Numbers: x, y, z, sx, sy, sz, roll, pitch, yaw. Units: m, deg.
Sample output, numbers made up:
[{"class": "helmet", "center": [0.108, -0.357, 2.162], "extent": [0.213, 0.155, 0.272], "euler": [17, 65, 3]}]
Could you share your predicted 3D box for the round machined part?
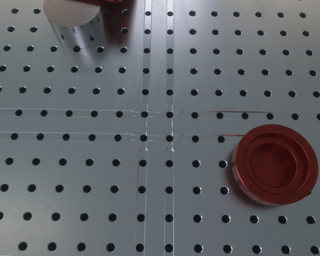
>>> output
[{"class": "round machined part", "center": [0.139, 0.048, 0.386], "extent": [0.099, 0.042, 0.098], "euler": [0, 70, 0]}]

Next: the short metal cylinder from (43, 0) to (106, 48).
[{"class": "short metal cylinder", "center": [-0.123, -0.166, 0.458], "extent": [0.081, 0.050, 0.080], "euler": [0, 70, -1]}]

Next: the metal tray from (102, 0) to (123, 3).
[{"class": "metal tray", "center": [-0.111, -0.221, 0.462], "extent": [0.131, 0.030, 0.090], "euler": [13, 32, 4]}]
